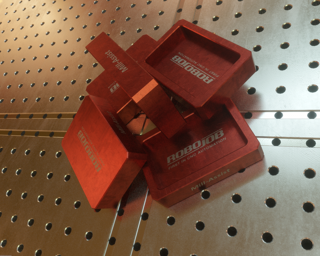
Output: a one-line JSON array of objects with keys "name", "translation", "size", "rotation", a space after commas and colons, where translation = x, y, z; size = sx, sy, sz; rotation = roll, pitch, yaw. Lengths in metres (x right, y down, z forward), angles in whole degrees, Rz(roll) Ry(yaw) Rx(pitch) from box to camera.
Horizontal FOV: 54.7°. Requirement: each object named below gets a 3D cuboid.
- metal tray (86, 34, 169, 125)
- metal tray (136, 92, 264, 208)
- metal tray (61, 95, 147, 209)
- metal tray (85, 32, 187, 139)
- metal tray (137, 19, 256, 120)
[{"name": "metal tray", "translation": [-0.040, -0.074, 0.469], "size": [0.130, 0.030, 0.090], "rotation": [-43, 51, -2]}, {"name": "metal tray", "translation": [0.041, 0.024, 0.366], "size": [0.130, 0.030, 0.090], "rotation": [-29, 52, 9]}, {"name": "metal tray", "translation": [-0.078, 0.028, 0.403], "size": [0.090, 0.030, 0.130], "rotation": [-57, 48, 20]}, {"name": "metal tray", "translation": [-0.030, -0.052, 0.373], "size": [0.030, 0.090, 0.130], "rotation": [-42, 51, 0]}, {"name": "metal tray", "translation": [0.041, -0.079, 0.392], "size": [0.090, 0.030, 0.130], "rotation": [-45, 51, -4]}]
